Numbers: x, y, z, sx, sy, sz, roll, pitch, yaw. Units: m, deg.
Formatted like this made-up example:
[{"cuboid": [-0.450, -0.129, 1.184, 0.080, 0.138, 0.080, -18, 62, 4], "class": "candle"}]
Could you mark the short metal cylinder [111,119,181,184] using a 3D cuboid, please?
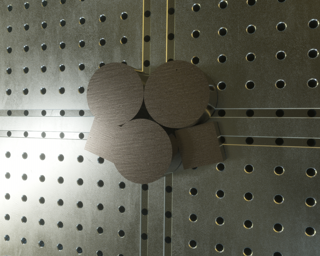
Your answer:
[{"cuboid": [-0.015, 0.028, 0.401, 0.080, 0.050, 0.079, 0, 90, 20], "class": "short metal cylinder"}]

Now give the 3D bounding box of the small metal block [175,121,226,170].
[{"cuboid": [0.051, 0.022, 0.391, 0.050, 0.025, 0.050, -15, 85, 19], "class": "small metal block"}]

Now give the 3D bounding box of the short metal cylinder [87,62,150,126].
[{"cuboid": [-0.049, -0.043, 0.413, 0.080, 0.050, 0.079, 0, 90, 20], "class": "short metal cylinder"}]

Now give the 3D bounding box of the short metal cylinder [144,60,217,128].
[{"cuboid": [0.027, -0.040, 0.386, 0.080, 0.050, 0.079, 0, 90, 20], "class": "short metal cylinder"}]

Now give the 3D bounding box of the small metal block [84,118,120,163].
[{"cuboid": [-0.072, 0.015, 0.434, 0.050, 0.025, 0.050, 22, 97, 18], "class": "small metal block"}]
